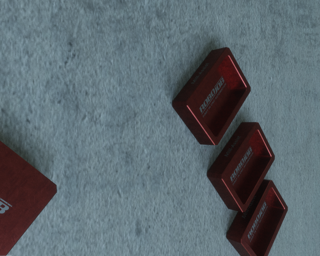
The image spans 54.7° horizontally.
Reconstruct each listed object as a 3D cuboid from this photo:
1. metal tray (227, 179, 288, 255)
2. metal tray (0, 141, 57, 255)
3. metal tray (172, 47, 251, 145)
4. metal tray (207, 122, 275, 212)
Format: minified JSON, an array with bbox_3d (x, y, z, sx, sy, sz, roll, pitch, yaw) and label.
[{"bbox_3d":[0.177,0.167,0.553,0.130,0.030,0.090,-52,121,-28],"label":"metal tray"},{"bbox_3d":[-0.167,0.049,0.262,0.130,0.030,0.090,50,61,-29],"label":"metal tray"},{"bbox_3d":[0.083,-0.049,0.473,0.090,0.030,0.130,52,60,-28],"label":"metal tray"},{"bbox_3d":[0.141,0.063,0.522,0.130,0.030,0.090,-49,119,-29],"label":"metal tray"}]
